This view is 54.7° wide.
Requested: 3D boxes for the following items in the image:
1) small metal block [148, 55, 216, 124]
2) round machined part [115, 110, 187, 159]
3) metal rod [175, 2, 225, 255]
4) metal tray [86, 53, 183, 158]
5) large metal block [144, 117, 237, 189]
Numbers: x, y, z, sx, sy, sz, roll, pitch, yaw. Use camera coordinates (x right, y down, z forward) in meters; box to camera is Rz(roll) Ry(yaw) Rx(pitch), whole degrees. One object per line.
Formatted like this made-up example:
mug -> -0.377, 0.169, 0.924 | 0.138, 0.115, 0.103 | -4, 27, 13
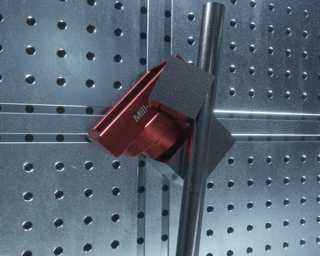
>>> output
small metal block -> 0.021, -0.039, 0.317 | 0.050, 0.025, 0.050 | 26, 79, 0
round machined part -> -0.005, -0.001, 0.377 | 0.042, 0.098, 0.098 | 44, 76, -15
metal rod -> 0.044, 0.011, 0.345 | 0.025, 0.025, 0.298 | 7, 88, -20
metal tray -> -0.027, -0.026, 0.369 | 0.030, 0.090, 0.130 | 45, 76, -15
large metal block -> 0.036, 0.027, 0.395 | 0.050, 0.080, 0.080 | 45, 76, -15
